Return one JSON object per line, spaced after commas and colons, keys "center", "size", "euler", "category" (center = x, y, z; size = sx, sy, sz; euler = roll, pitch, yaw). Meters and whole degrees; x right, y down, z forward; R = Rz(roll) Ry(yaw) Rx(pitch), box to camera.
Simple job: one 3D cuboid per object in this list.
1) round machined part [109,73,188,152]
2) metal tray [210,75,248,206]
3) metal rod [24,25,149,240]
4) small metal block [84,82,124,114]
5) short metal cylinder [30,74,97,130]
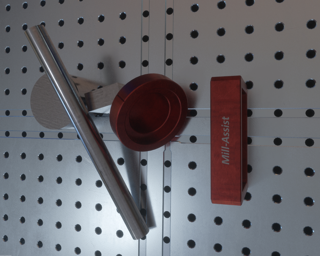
{"center": [-0.017, -0.022, 0.387], "size": [0.098, 0.099, 0.042], "euler": [-58, 42, 11], "category": "round machined part"}
{"center": [0.080, 0.012, 0.349], "size": [0.030, 0.090, 0.129], "euler": [0, 90, 20], "category": "metal tray"}
{"center": [-0.091, 0.011, 0.402], "size": [0.025, 0.025, 0.299], "euler": [-23, 98, 18], "category": "metal rod"}
{"center": [-0.065, -0.039, 0.421], "size": [0.050, 0.050, 0.025], "euler": [-15, 85, 19], "category": "small metal block"}
{"center": [-0.136, -0.038, 0.446], "size": [0.080, 0.050, 0.079], "euler": [0, 90, 19], "category": "short metal cylinder"}
